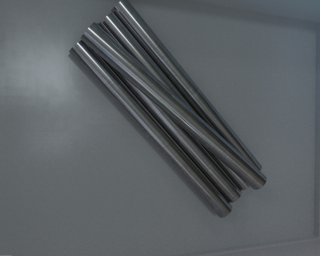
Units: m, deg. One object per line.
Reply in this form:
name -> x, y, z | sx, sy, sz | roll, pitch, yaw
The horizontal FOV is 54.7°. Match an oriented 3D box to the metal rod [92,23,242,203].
metal rod -> 0.011, -0.011, 0.413 | 0.025, 0.025, 0.300 | -45, 104, -14

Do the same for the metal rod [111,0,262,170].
metal rod -> 0.044, -0.046, 0.425 | 0.025, 0.025, 0.300 | -45, 104, -14

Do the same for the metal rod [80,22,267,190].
metal rod -> 0.028, -0.017, 0.392 | 0.300, 0.025, 0.025 | 40, 77, -16

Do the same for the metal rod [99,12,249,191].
metal rod -> 0.029, -0.026, 0.420 | 0.025, 0.025, 0.300 | -45, 104, -14

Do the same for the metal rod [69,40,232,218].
metal rod -> -0.003, 0.009, 0.408 | 0.025, 0.025, 0.300 | -45, 104, -14
